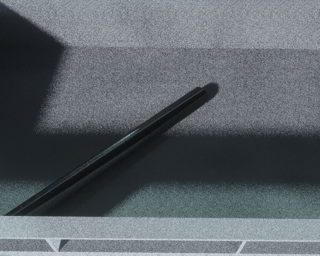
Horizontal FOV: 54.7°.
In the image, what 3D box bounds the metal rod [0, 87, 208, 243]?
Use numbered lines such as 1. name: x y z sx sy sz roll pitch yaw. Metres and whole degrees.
1. metal rod: -0.052 0.029 0.379 0.302 0.025 0.025 -35 59 -26
